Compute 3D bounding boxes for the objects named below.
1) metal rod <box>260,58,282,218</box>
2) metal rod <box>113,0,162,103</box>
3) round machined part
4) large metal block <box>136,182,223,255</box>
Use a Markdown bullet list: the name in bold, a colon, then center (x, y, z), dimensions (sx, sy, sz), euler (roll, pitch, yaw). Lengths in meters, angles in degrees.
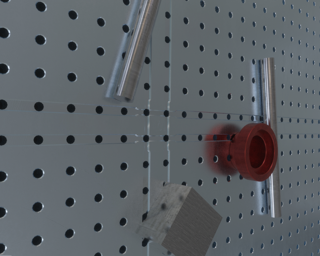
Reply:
- **metal rod**: center (0.210, 0.019, 0.585), dimensions (0.025, 0.025, 0.298), euler (-7, 95, -40)
- **metal rod**: center (-0.008, -0.176, 0.402), dimensions (0.025, 0.025, 0.299), euler (23, 75, -38)
- **round machined part**: center (0.157, 0.040, 0.530), dimensions (0.099, 0.042, 0.097), euler (0, 90, -40)
- **large metal block**: center (0.029, 0.131, 0.418), dimensions (0.080, 0.050, 0.080), euler (47, 62, -30)
